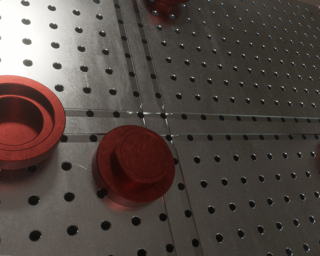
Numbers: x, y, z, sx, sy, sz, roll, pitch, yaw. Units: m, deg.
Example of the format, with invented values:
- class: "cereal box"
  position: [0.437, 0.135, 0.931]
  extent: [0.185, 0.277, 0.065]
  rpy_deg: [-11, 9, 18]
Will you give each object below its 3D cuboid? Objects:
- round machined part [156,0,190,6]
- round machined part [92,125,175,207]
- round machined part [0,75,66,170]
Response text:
- class: "round machined part"
  position: [0.016, -0.265, 0.570]
  extent: [0.099, 0.042, 0.098]
  rpy_deg: [14, 56, -21]
- class: "round machined part"
  position: [-0.025, 0.038, 0.361]
  extent: [0.099, 0.042, 0.098]
  rpy_deg: [14, 56, -21]
- class: "round machined part"
  position: [-0.151, -0.003, 0.318]
  extent: [0.099, 0.042, 0.098]
  rpy_deg: [14, 56, -21]
